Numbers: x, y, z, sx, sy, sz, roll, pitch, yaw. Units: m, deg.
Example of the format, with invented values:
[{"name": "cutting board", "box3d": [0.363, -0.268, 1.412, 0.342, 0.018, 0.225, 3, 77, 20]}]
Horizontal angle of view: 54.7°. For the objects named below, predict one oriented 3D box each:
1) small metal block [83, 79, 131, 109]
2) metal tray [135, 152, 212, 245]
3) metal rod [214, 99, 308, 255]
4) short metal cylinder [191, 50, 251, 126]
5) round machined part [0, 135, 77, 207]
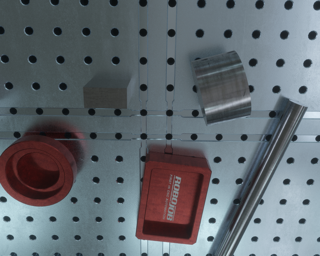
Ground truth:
[{"name": "small metal block", "box3d": [-0.064, -0.043, 0.383, 0.050, 0.050, 0.025, 1, 110, -1]}, {"name": "metal tray", "box3d": [0.017, 0.104, 0.448, 0.091, 0.030, 0.129, 7, 110, -3]}, {"name": "metal rod", "box3d": [0.134, 0.101, 0.451, 0.025, 0.025, 0.298, 17, 109, -6]}, {"name": "short metal cylinder", "box3d": [0.071, -0.046, 0.368, 0.050, 0.080, 0.080, -14, 110, 5]}, {"name": "round machined part", "box3d": [-0.162, 0.054, 0.423, 0.099, 0.042, 0.097, 0, 110, 0]}]
